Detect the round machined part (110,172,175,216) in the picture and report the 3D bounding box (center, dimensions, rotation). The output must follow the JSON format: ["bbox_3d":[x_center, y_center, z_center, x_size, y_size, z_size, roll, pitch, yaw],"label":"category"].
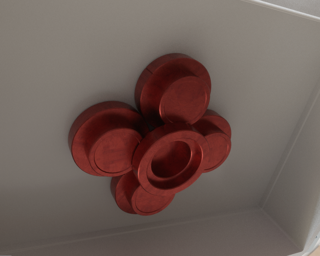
[{"bbox_3d":[-0.016,0.084,0.438,0.099,0.042,0.097,-14,123,-22],"label":"round machined part"}]

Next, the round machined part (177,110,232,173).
[{"bbox_3d":[0.062,0.026,0.444,0.099,0.042,0.097,-14,124,-21],"label":"round machined part"}]

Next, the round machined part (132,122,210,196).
[{"bbox_3d":[0.011,0.035,0.395,0.099,0.042,0.097,-14,124,-21],"label":"round machined part"}]

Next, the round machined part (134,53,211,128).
[{"bbox_3d":[0.022,-0.039,0.382,0.099,0.042,0.097,-14,124,-21],"label":"round machined part"}]

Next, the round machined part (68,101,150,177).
[{"bbox_3d":[-0.057,0.020,0.376,0.099,0.042,0.097,-14,124,-21],"label":"round machined part"}]
